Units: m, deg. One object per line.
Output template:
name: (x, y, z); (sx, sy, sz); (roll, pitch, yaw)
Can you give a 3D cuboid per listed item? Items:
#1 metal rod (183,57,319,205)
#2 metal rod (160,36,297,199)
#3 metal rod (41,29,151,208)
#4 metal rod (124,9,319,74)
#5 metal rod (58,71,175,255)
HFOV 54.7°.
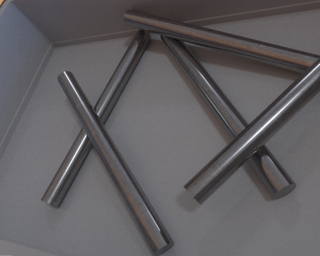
metal rod: (0.142, -0.034, 0.320); (0.300, 0.025, 0.025); (-43, 51, -4)
metal rod: (0.067, -0.042, 0.395); (0.025, 0.025, 0.300); (-33, 52, 6)
metal rod: (-0.088, -0.026, 0.465); (0.025, 0.025, 0.300); (13, 68, 33)
metal rod: (0.070, -0.121, 0.419); (0.300, 0.025, 0.025); (25, 75, 29)
metal rod: (-0.071, 0.025, 0.403); (0.025, 0.025, 0.300); (-38, 58, 3)
